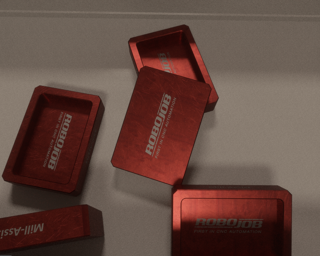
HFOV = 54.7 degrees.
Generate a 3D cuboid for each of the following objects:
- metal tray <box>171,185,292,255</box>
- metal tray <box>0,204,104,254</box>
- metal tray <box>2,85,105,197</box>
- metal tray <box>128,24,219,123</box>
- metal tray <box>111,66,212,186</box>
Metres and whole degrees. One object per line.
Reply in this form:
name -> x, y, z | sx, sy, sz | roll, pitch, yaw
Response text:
metal tray -> 0.078, 0.112, 0.351 | 0.131, 0.030, 0.089 | 1, 90, 0
metal tray -> -0.133, 0.112, 0.332 | 0.131, 0.090, 0.030 | -9, 71, -4
metal tray -> -0.132, 0.015, 0.399 | 0.091, 0.030, 0.130 | 11, 70, 3
metal tray -> 0.016, -0.076, 0.434 | 0.091, 0.030, 0.130 | -16, 71, -7
metal tray -> 0.002, -0.002, 0.387 | 0.090, 0.030, 0.129 | 17, 89, 5
